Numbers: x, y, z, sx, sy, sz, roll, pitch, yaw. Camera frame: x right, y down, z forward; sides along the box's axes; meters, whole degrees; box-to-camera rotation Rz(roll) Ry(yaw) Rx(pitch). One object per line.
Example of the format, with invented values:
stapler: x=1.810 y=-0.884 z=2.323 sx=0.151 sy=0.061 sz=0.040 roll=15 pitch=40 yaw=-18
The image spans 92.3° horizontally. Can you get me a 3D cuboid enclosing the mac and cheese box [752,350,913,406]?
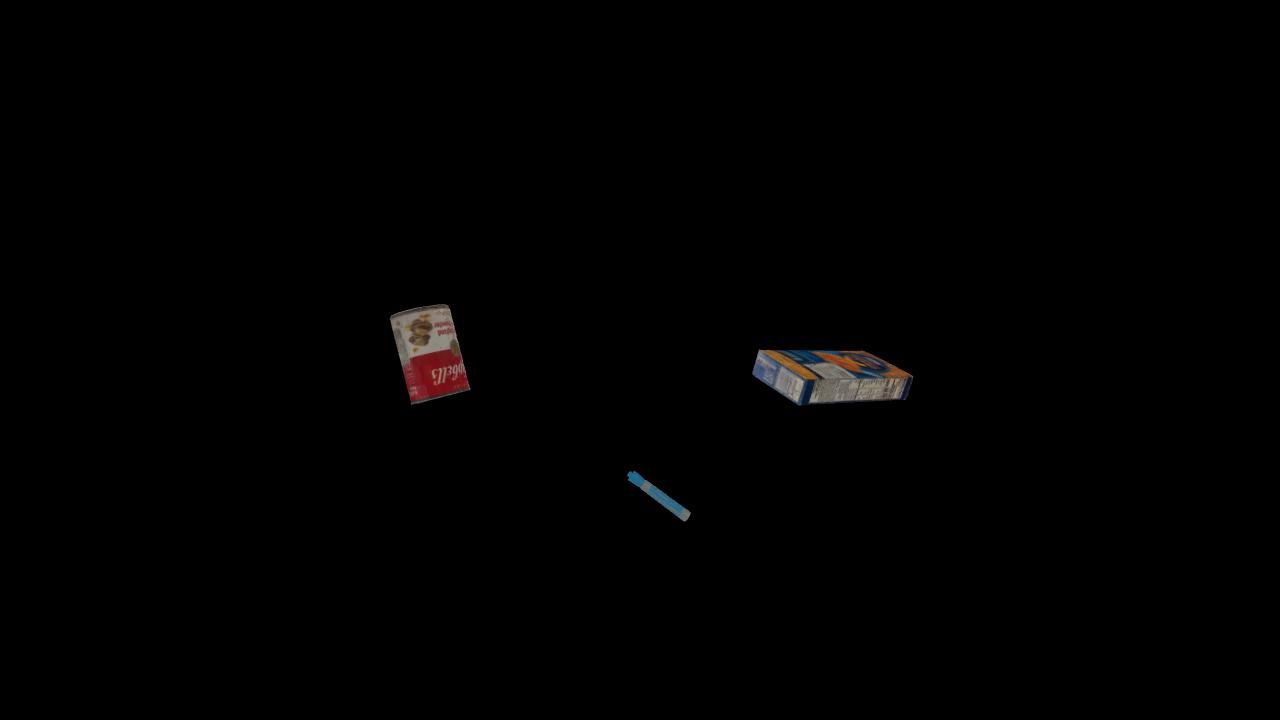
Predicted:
mac and cheese box: x=0.244 y=0.020 z=0.776 sx=0.184 sy=0.041 sz=0.093 roll=-1 pitch=22 yaw=-29

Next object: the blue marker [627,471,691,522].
blue marker: x=0.030 y=0.220 z=1.002 sx=0.121 sy=0.020 sz=0.020 roll=37 pitch=-2 yaw=-3

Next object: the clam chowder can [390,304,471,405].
clam chowder can: x=-0.239 y=-0.007 z=0.701 sx=0.068 sy=0.102 sz=0.068 roll=-14 pitch=1 yaw=0
